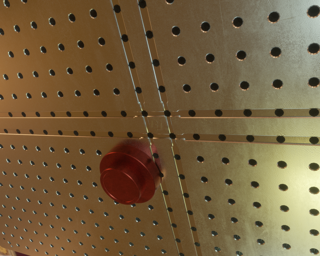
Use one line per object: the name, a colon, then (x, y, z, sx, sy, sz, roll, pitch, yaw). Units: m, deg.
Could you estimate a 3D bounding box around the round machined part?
round machined part: (-0.052, 0.079, 0.477, 0.098, 0.042, 0.097, 13, 124, 21)
